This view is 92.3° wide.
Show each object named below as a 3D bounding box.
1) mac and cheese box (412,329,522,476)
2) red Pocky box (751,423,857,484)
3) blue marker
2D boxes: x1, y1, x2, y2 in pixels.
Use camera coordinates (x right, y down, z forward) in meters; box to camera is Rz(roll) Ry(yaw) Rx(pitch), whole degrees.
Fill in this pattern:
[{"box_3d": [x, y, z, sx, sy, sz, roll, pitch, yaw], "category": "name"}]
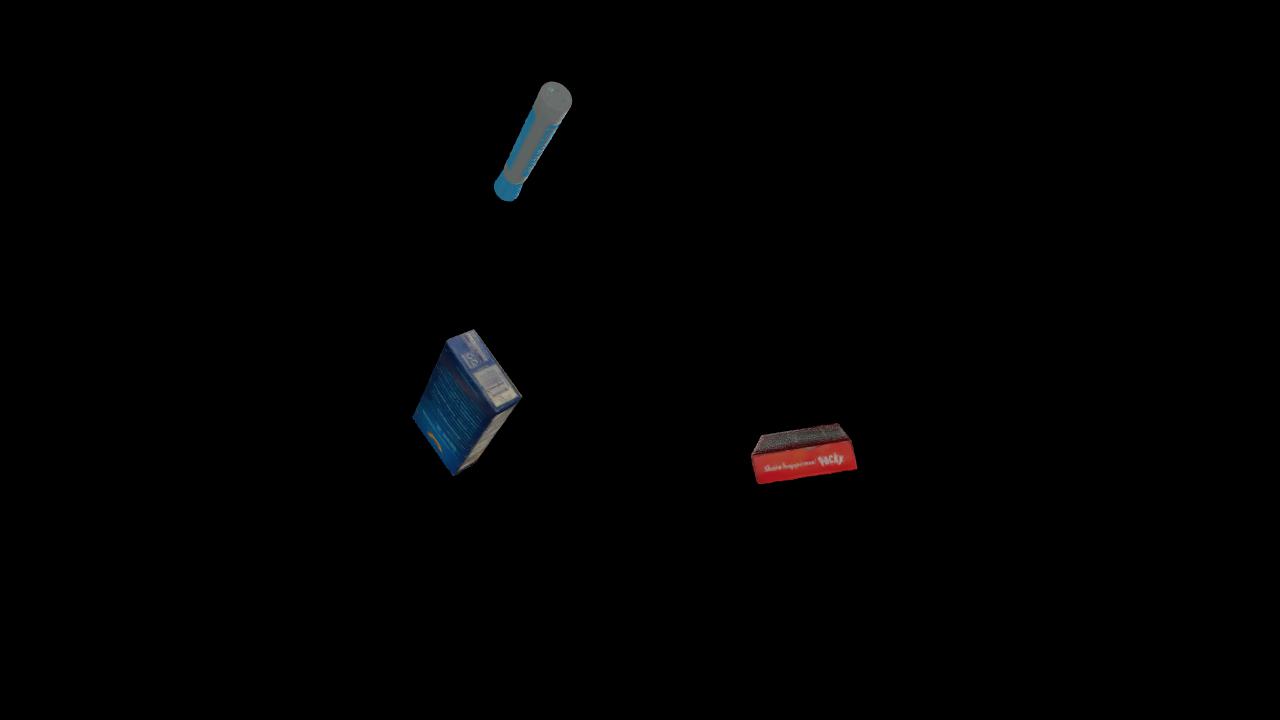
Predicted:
[{"box_3d": [-0.199, 0.054, 0.690, 0.041, 0.093, 0.184, -32, -9, -41], "category": "mac and cheese box"}, {"box_3d": [0.150, 0.084, 0.568, 0.083, 0.028, 0.155, -10, -3, 14], "category": "red Pocky box"}, {"box_3d": [-0.073, -0.135, 0.396, 0.020, 0.020, 0.121, 0, -12, -27], "category": "blue marker"}]
